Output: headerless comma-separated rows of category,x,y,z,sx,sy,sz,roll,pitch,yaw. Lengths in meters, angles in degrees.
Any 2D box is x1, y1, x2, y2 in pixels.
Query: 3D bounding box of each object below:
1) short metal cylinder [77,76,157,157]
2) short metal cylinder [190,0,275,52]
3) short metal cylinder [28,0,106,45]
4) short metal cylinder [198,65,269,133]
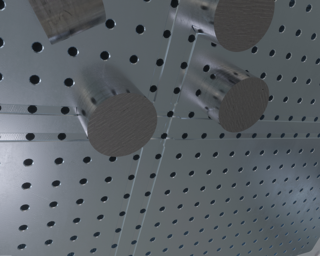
short metal cylinder,-0.050,-0.014,0.359,0.081,0.050,0.079,-14,124,-21
short metal cylinder,0.083,-0.134,0.357,0.081,0.050,0.079,-14,124,-21
short metal cylinder,-0.086,-0.116,0.256,0.050,0.080,0.080,-28,128,-11
short metal cylinder,0.100,-0.041,0.425,0.081,0.050,0.079,-14,124,-21
